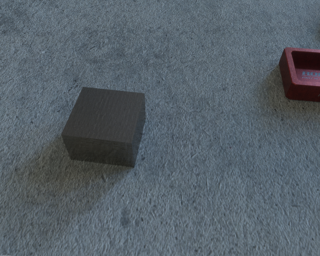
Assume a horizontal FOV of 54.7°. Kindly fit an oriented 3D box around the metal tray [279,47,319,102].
[{"bbox_3d":[0.256,-0.080,0.469,0.131,0.030,0.090,5,50,4],"label":"metal tray"}]

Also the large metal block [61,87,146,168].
[{"bbox_3d":[-0.065,-0.002,0.388,0.080,0.050,0.080,7,50,5],"label":"large metal block"}]
